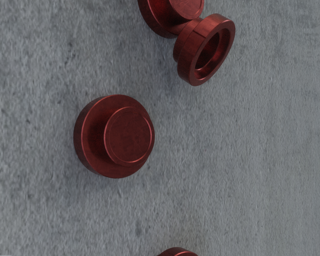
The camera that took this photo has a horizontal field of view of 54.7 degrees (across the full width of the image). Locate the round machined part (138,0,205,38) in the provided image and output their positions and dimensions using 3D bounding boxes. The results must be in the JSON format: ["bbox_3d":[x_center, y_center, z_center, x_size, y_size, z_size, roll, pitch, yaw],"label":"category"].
[{"bbox_3d":[0.021,-0.173,0.413,0.099,0.042,0.097,0,90,-40],"label":"round machined part"}]

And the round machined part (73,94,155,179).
[{"bbox_3d":[-0.045,0.010,0.358,0.099,0.042,0.097,0,90,-40],"label":"round machined part"}]

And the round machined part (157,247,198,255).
[{"bbox_3d":[0.012,0.206,0.407,0.099,0.042,0.097,0,90,-40],"label":"round machined part"}]

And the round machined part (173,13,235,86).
[{"bbox_3d":[0.055,-0.109,0.421,0.098,0.042,0.098,-41,155,-24],"label":"round machined part"}]
